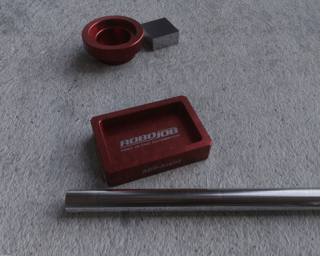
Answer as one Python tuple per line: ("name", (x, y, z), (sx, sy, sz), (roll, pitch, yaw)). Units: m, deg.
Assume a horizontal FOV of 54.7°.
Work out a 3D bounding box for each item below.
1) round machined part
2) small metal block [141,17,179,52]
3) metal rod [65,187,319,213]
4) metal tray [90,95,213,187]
("round machined part", (-0.076, -0.140, 0.509), (0.099, 0.042, 0.098), (0, 50, 0))
("small metal block", (-0.001, -0.164, 0.541), (0.050, 0.025, 0.050), (-22, 54, -18))
("metal rod", (0.052, 0.078, 0.337), (0.302, 0.025, 0.025), (0, 50, -1))
("metal tray", (-0.013, 0.012, 0.389), (0.131, 0.030, 0.090), (-15, 52, -13))
